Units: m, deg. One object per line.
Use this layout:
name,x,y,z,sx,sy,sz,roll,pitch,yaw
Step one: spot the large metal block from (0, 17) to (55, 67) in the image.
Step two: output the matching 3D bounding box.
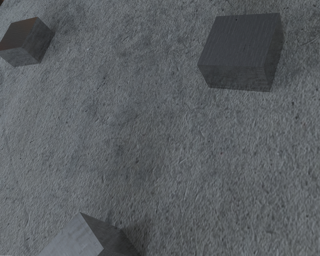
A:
large metal block,-0.280,-0.177,0.644,0.080,0.050,0.080,0,62,28

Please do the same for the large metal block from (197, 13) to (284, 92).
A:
large metal block,0.104,-0.095,0.392,0.080,0.050,0.080,9,66,32

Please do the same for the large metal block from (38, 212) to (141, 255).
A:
large metal block,-0.076,0.143,0.320,0.080,0.080,0.050,-47,51,-4
